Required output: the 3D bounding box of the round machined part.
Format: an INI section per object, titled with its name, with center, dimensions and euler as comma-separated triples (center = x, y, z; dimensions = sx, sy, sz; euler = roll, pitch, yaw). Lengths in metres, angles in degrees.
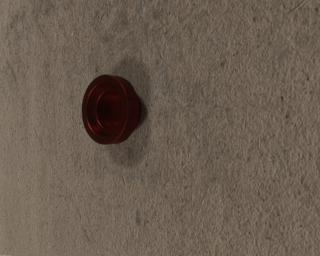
[round machined part]
center = -0.065, -0.026, 0.445
dimensions = 0.098, 0.042, 0.097
euler = 0, 90, 39
